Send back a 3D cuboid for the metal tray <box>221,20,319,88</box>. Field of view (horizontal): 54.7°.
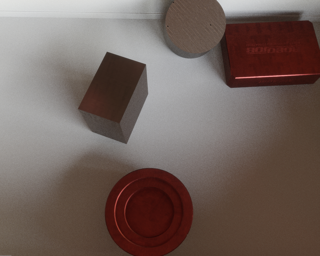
[{"bbox_3d":[0.159,-0.107,0.448,0.131,0.030,0.090,-3,70,-2],"label":"metal tray"}]

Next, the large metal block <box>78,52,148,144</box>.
[{"bbox_3d":[-0.054,-0.035,0.393,0.050,0.080,0.080,19,71,6],"label":"large metal block"}]

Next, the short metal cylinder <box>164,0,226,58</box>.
[{"bbox_3d":[0.046,-0.141,0.433,0.081,0.050,0.079,0,95,-3],"label":"short metal cylinder"}]

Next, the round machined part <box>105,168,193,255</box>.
[{"bbox_3d":[-0.012,0.099,0.364,0.099,0.042,0.098,0,70,-1],"label":"round machined part"}]
